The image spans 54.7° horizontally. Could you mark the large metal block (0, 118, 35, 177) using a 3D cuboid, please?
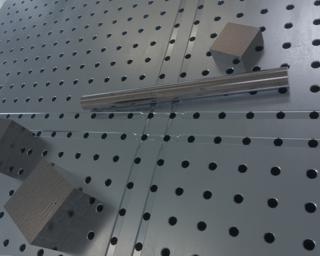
[{"bbox_3d":[-0.271,0.029,0.517,0.080,0.050,0.080,8,65,31],"label":"large metal block"}]

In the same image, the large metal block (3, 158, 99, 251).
[{"bbox_3d":[-0.143,0.099,0.407,0.080,0.050,0.080,30,78,37],"label":"large metal block"}]

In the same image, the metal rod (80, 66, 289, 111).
[{"bbox_3d":[0.016,-0.050,0.430,0.301,0.025,0.025,-4,60,26],"label":"metal rod"}]

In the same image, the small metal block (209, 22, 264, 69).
[{"bbox_3d":[0.104,-0.113,0.423,0.050,0.025,0.050,26,76,37],"label":"small metal block"}]
